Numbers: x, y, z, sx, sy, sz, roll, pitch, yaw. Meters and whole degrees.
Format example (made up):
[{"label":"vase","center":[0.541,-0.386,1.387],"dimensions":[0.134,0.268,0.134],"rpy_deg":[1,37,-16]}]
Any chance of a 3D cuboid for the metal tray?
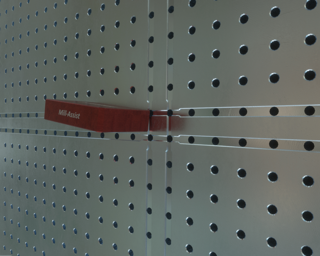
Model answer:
[{"label":"metal tray","center":[-0.091,-0.019,0.443],"dimensions":[0.130,0.091,0.030],"rpy_deg":[11,97,39]}]
